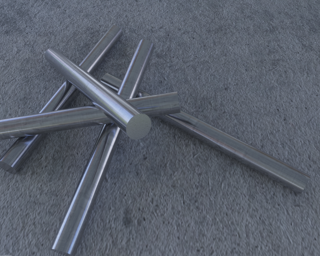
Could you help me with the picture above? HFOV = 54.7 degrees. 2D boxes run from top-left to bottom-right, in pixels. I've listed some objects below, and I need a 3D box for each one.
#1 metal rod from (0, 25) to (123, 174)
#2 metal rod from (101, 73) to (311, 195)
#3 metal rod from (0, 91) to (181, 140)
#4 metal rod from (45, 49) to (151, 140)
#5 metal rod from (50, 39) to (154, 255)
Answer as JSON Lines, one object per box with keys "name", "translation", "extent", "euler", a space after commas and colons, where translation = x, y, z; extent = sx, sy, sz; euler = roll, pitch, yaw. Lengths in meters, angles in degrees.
{"name": "metal rod", "translation": [-0.128, -0.062, 0.453], "extent": [0.025, 0.025, 0.301], "euler": [16, 52, 13]}
{"name": "metal rod", "translation": [0.042, -0.003, 0.405], "extent": [0.300, 0.025, 0.025], "euler": [29, 56, 22]}
{"name": "metal rod", "translation": [-0.127, -0.007, 0.366], "extent": [0.302, 0.025, 0.025], "euler": [-9, 50, 4]}
{"name": "metal rod", "translation": [-0.096, -0.059, 0.388], "extent": [0.025, 0.025, 0.300], "euler": [-27, 35, -21]}
{"name": "metal rod", "translation": [-0.058, 0.000, 0.380], "extent": [0.025, 0.025, 0.300], "euler": [11, 58, 9]}
